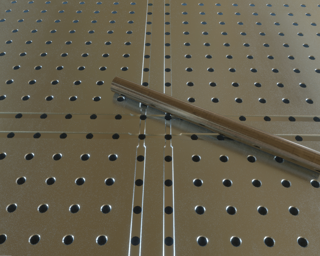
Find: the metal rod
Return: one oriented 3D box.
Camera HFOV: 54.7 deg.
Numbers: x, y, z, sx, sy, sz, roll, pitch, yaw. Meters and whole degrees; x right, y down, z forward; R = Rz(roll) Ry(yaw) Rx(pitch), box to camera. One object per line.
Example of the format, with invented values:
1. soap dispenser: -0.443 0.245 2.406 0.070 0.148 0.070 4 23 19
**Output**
1. metal rod: 0.067 -0.011 0.417 0.301 0.025 0.025 22 54 17
